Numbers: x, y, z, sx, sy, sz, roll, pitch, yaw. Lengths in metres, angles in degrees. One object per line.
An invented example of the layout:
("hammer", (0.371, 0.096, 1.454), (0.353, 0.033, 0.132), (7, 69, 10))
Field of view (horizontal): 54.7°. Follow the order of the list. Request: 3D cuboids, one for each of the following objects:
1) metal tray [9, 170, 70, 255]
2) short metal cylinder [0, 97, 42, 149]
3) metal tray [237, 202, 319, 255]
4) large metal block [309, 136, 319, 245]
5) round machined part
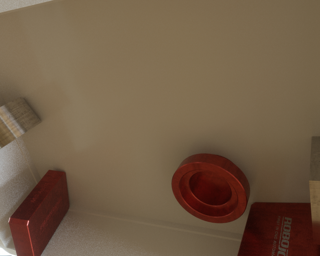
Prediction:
("metal tray", (-0.198, 0.144, 0.525), (0.030, 0.130, 0.089), (7, 119, 7))
("short metal cylinder", (-0.239, -0.007, 0.492), (0.080, 0.080, 0.050), (-24, 105, 36))
("metal tray", (0.141, 0.139, 0.352), (0.090, 0.131, 0.030), (-7, 115, 31))
("large metal block", (0.183, 0.063, 0.315), (0.050, 0.080, 0.080), (-2, 118, 29))
("round machined part", (0.068, 0.074, 0.406), (0.098, 0.042, 0.097), (13, 124, 20))
